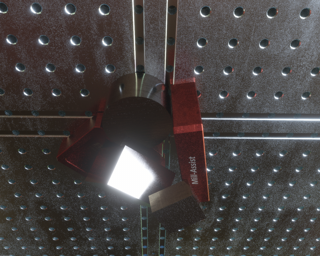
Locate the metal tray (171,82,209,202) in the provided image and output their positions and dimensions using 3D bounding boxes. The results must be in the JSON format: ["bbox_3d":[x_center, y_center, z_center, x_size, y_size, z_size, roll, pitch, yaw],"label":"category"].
[{"bbox_3d":[0.038,0.020,0.387,0.030,0.090,0.129,-7,130,6],"label":"metal tray"}]

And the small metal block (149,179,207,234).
[{"bbox_3d":[0.021,0.094,0.368,0.050,0.025,0.050,-25,127,6],"label":"small metal block"}]

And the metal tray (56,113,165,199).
[{"bbox_3d":[-0.067,0.045,0.445,0.090,0.030,0.130,-36,122,26],"label":"metal tray"}]

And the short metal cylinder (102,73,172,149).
[{"bbox_3d":[-0.027,-0.020,0.378,0.081,0.050,0.079,0,130,0],"label":"short metal cylinder"}]

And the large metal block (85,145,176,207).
[{"bbox_3d":[-0.040,0.065,0.409,0.080,0.050,0.080,32,159,-25],"label":"large metal block"}]
